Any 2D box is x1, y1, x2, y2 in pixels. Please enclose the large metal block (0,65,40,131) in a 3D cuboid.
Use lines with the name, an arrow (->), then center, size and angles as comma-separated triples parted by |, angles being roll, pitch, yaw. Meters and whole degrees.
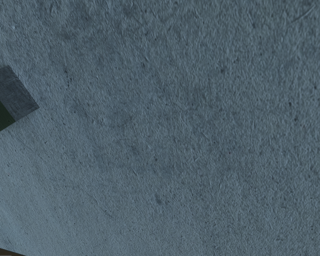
large metal block -> -0.258, -0.043, 0.500 | 0.080, 0.050, 0.080 | -22, 107, 36
